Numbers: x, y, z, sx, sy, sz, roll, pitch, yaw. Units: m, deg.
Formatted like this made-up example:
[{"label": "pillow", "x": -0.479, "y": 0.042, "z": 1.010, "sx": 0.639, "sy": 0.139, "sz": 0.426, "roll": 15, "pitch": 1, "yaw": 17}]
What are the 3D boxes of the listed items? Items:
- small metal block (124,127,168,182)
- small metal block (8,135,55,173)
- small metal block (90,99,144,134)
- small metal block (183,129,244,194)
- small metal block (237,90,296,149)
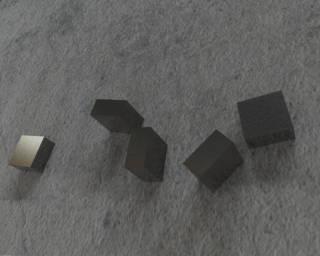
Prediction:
[{"label": "small metal block", "x": -0.015, "y": 0.033, "z": 0.374, "sx": 0.025, "sy": 0.050, "sz": 0.050, "roll": -6, "pitch": 59, "yaw": 25}, {"label": "small metal block", "x": -0.199, "y": 0.040, "z": 0.481, "sx": 0.050, "sy": 0.025, "sz": 0.050, "roll": 2, "pitch": 63, "yaw": 28}, {"label": "small metal block", "x": -0.058, "y": -0.015, "z": 0.426, "sx": 0.050, "sy": 0.050, "sz": 0.025, "roll": 5, "pitch": 64, "yaw": 30}, {"label": "small metal block", "x": 0.059, "y": 0.037, "z": 0.334, "sx": 0.050, "sy": 0.050, "sz": 0.025, "roll": -45, "pitch": 51, "yaw": -4}, {"label": "small metal block", "x": 0.118, "y": -0.009, "z": 0.347, "sx": 0.050, "sy": 0.025, "sz": 0.050, "roll": -15, "pitch": 56, "yaw": 19}]
